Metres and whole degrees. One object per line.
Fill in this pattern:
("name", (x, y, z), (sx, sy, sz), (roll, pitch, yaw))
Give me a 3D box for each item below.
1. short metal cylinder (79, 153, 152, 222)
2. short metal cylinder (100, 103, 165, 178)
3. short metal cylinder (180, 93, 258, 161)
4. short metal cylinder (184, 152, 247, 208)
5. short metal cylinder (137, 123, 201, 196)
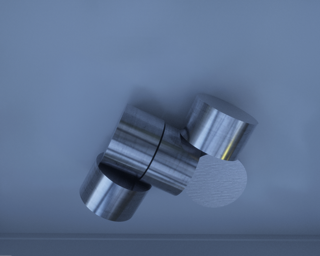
("short metal cylinder", (-0.057, 0.075, 0.407), (0.080, 0.080, 0.050), (28, 108, -10))
("short metal cylinder", (-0.034, 0.016, 0.386), (0.050, 0.080, 0.080), (24, 108, -9))
("short metal cylinder", (0.071, -0.003, 0.380), (0.080, 0.080, 0.050), (22, 109, -8))
("short metal cylinder", (0.071, 0.059, 0.419), (0.081, 0.050, 0.079), (0, 110, -1))
("short metal cylinder", (0.011, 0.039, 0.396), (0.050, 0.080, 0.080), (25, 108, -9))
